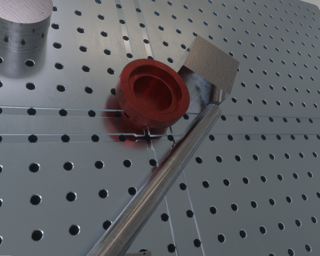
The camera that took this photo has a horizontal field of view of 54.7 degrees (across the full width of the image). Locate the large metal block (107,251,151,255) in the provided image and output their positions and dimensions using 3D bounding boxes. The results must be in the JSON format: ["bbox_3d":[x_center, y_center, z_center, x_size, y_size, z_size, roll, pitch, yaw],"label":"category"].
[{"bbox_3d":[-0.049,0.157,0.270,0.081,0.050,0.080,4,60,-26],"label":"large metal block"}]

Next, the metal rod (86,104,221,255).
[{"bbox_3d":[0.013,0.045,0.353,0.025,0.025,0.301,43,40,1],"label":"metal rod"}]

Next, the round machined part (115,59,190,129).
[{"bbox_3d":[-0.013,-0.042,0.416,0.099,0.042,0.098,14,56,-21],"label":"round machined part"}]

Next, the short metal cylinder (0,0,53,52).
[{"bbox_3d":[-0.178,-0.141,0.383,0.081,0.050,0.080,14,56,-21],"label":"short metal cylinder"}]

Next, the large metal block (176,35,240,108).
[{"bbox_3d":[0.069,-0.085,0.481,0.080,0.050,0.080,31,52,-8],"label":"large metal block"}]
